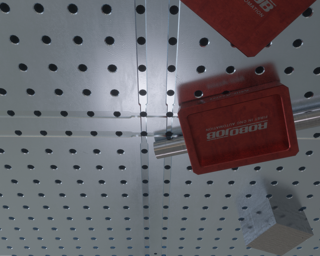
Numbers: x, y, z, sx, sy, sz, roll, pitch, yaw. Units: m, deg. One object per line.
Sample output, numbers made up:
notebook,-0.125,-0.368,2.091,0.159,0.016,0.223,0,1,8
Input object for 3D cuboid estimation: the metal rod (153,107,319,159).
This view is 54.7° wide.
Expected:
metal rod,0.139,0.000,0.412,0.301,0.025,0.025,-12,129,10

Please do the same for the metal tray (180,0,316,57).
metal tray,0.074,-0.139,0.291,0.131,0.030,0.090,31,123,-24

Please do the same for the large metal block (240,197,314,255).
large metal block,0.203,0.176,0.547,0.080,0.050,0.080,21,127,-17

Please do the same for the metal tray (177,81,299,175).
metal tray,0.096,0.001,0.387,0.130,0.030,0.089,-13,105,10
